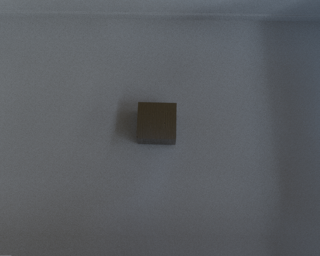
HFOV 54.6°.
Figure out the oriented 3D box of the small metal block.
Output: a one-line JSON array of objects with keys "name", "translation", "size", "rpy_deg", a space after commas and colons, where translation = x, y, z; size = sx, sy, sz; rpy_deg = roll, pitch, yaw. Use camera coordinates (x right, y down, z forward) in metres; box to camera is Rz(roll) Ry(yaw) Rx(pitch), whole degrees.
[{"name": "small metal block", "translation": [-0.004, -0.006, 0.408], "size": [0.050, 0.025, 0.050], "rpy_deg": [2, 70, 1]}]
